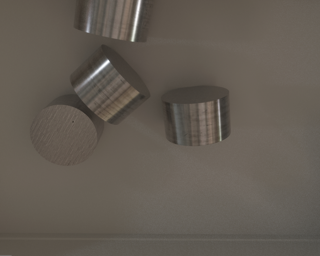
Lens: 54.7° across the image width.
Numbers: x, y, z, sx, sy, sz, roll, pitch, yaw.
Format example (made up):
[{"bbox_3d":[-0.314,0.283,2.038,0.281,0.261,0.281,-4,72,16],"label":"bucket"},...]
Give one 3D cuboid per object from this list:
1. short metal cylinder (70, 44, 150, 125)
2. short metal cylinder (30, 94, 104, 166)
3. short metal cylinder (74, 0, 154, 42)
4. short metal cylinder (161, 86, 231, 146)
[{"bbox_3d":[-0.057,-0.050,0.363,0.050,0.080,0.080,-40,106,13],"label":"short metal cylinder"},{"bbox_3d":[-0.116,0.002,0.397,0.081,0.050,0.079,0,110,-1],"label":"short metal cylinder"},{"bbox_3d":[-0.049,-0.127,0.335,0.081,0.080,0.050,11,110,-5],"label":"short metal cylinder"},{"bbox_3d":[0.044,-0.017,0.376,0.080,0.080,0.050,-6,110,2],"label":"short metal cylinder"}]
